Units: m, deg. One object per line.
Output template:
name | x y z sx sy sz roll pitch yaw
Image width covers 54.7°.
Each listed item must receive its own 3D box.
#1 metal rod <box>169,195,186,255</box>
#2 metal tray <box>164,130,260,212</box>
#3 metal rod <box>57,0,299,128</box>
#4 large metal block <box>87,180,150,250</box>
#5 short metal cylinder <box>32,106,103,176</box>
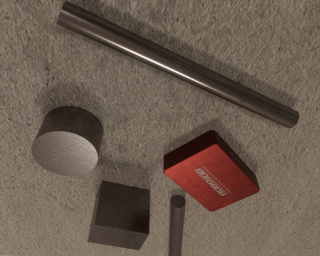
metal rod | 0.030 0.234 0.607 0.025 0.025 0.298 0 130 0
metal tray | 0.078 0.069 0.464 0.090 0.030 0.130 -31 124 23
metal rod | 0.036 -0.063 0.354 0.302 0.025 0.025 21 127 -18
large metal block | -0.062 0.136 0.487 0.081 0.080 0.050 15 128 -13
short metal cylinder | -0.118 0.018 0.404 0.081 0.050 0.079 0 130 0
